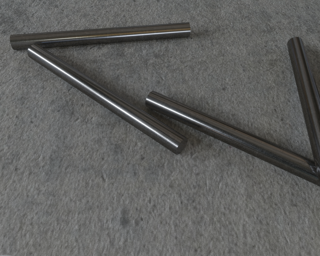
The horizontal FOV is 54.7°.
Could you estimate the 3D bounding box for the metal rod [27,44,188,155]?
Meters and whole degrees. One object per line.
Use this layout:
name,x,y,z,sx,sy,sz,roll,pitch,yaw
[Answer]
metal rod,-0.089,-0.051,0.444,0.300,0.025,0.025,32,57,24

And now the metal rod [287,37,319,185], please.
metal rod,0.204,-0.041,0.421,0.025,0.025,0.300,8,45,6

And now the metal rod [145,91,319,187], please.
metal rod,0.114,0.020,0.387,0.301,0.025,0.025,26,55,19

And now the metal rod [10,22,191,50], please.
metal rod,-0.098,-0.159,0.535,0.302,0.025,0.025,-6,50,-6
